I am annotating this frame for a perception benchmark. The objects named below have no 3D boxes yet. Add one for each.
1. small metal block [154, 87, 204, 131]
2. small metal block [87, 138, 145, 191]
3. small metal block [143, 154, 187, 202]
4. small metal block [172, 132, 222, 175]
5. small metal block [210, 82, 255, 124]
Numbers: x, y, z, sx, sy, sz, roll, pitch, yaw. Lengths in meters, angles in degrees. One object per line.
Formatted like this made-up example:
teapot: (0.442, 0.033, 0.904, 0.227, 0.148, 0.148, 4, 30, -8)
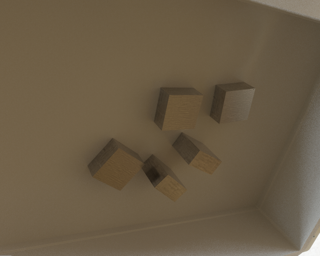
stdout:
small metal block: (0.024, -0.025, 0.408, 0.050, 0.025, 0.050, -3, 120, -27)
small metal block: (-0.057, 0.049, 0.409, 0.050, 0.025, 0.050, -48, 130, 5)
small metal block: (0.005, 0.071, 0.441, 0.025, 0.050, 0.050, -44, 130, 2)
small metal block: (0.053, 0.037, 0.446, 0.050, 0.050, 0.025, 28, 103, -38)
small metal block: (0.104, -0.036, 0.445, 0.050, 0.025, 0.050, -9, 123, -24)
